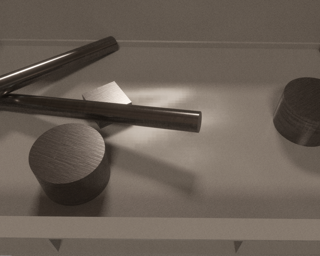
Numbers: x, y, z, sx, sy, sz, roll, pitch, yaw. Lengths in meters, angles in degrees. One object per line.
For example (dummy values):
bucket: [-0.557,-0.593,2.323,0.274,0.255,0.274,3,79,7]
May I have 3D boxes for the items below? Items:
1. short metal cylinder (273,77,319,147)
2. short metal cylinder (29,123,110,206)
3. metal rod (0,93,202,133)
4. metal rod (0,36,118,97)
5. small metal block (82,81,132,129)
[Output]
short metal cylinder: [0.198,-0.022,0.410,0.081,0.050,0.080,0,50,0]
short metal cylinder: [-0.100,0.041,0.353,0.081,0.050,0.080,0,50,0]
metal rod: [-0.099,-0.023,0.394,0.301,0.025,0.025,7,50,16]
metal rod: [-0.181,-0.075,0.435,0.025,0.025,0.302,35,49,25]
small metal block: [-0.073,-0.033,0.432,0.050,0.025,0.050,-26,55,-21]
